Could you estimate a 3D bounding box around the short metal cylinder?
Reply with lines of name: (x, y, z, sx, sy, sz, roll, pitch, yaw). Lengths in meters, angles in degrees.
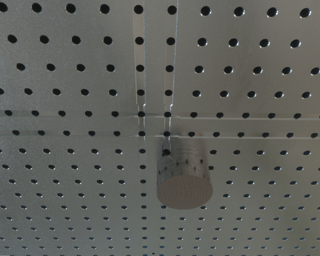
short metal cylinder: (0.035, 0.077, 0.462, 0.081, 0.050, 0.079, -1, 130, 0)
